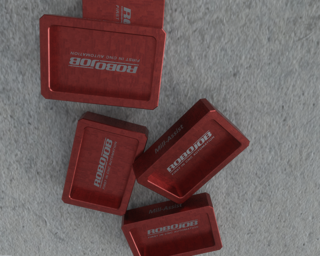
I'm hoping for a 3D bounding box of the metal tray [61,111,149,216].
[{"bbox_3d":[-0.076,0.051,0.424,0.091,0.030,0.129,15,109,-6],"label":"metal tray"}]

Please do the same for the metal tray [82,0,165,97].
[{"bbox_3d":[-0.043,-0.104,0.368,0.091,0.030,0.129,3,110,-2],"label":"metal tray"}]

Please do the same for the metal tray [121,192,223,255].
[{"bbox_3d":[0.019,0.151,0.456,0.131,0.030,0.089,-14,118,4],"label":"metal tray"}]

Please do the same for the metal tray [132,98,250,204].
[{"bbox_3d":[0.040,0.035,0.401,0.130,0.030,0.090,-44,127,13],"label":"metal tray"}]

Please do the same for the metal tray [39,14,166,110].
[{"bbox_3d":[-0.063,-0.073,0.346,0.131,0.030,0.089,6,110,-3],"label":"metal tray"}]
